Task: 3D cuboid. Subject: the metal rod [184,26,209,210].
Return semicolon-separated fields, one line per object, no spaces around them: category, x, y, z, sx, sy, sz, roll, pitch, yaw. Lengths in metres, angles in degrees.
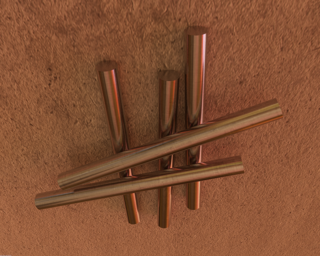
metal rod;0.046;0.012;0.417;0.025;0.025;0.298;-3;130;2

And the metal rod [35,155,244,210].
metal rod;-0.035;0.079;0.439;0.301;0.025;0.025;-12;129;10

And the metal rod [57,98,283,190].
metal rod;0.000;0.026;0.394;0.301;0.025;0.025;-20;128;16

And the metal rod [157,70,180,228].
metal rod;0.009;0.053;0.452;0.025;0.025;0.298;0;130;-1

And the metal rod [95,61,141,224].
metal rod;-0.053;0.044;0.443;0.025;0.025;0.298;-2;130;2
